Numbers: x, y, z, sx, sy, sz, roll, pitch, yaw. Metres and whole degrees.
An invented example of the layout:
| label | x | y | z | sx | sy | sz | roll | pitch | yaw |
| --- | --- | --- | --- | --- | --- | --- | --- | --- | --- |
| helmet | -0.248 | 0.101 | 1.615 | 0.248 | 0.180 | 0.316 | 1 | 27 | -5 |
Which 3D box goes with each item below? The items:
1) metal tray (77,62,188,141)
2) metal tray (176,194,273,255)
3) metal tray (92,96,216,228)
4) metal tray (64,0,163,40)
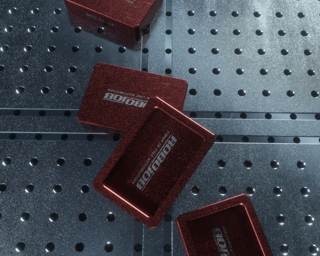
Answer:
| label | x | y | z | sx | sy | sz | roll | pitch | yaw |
| --- | --- | --- | --- | --- | --- | --- | --- | --- | --- |
| metal tray | -0.035 | -0.032 | 0.420 | 0.131 | 0.030 | 0.090 | 12 | 70 | 4 |
| metal tray | 0.081 | 0.152 | 0.354 | 0.091 | 0.030 | 0.130 | -16 | 71 | -7 |
| metal tray | -0.007 | 0.040 | 0.371 | 0.090 | 0.030 | 0.130 | 34 | 89 | 5 |
| metal tray | -0.071 | -0.202 | 0.482 | 0.130 | 0.030 | 0.090 | 25 | 72 | 8 |
